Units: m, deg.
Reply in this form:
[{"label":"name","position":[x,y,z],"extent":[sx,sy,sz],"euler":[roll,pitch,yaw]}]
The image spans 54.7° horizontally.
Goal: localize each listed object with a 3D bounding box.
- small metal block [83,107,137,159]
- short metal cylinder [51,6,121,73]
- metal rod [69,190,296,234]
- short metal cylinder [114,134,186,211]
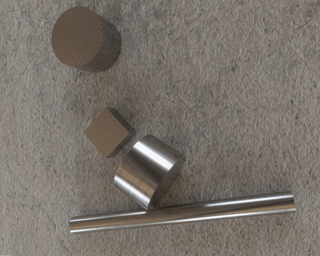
[{"label":"small metal block","position":[-0.070,0.006,0.433],"extent":[0.050,0.025,0.050],"euler":[47,104,14]},{"label":"short metal cylinder","position":[-0.101,-0.121,0.431],"extent":[0.080,0.050,0.079],"euler":[0,90,20]},{"label":"metal rod","position":[0.014,0.113,0.403],"extent":[0.301,0.025,0.025],"euler":[-12,86,19]},{"label":"short metal cylinder","position":[-0.011,0.054,0.384],"extent":[0.050,0.080,0.080],"euler":[33,101,17]}]
